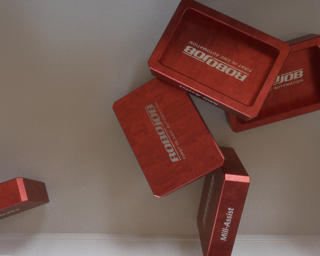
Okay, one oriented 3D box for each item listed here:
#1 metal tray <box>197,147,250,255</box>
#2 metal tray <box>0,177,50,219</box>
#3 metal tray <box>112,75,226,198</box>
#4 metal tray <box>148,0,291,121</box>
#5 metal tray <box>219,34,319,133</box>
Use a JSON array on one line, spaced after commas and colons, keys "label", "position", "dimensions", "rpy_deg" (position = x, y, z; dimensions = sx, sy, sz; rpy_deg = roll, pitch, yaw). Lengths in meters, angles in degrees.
[{"label": "metal tray", "position": [0.080, 0.100, 0.413], "dimensions": [0.030, 0.090, 0.129], "rpy_deg": [7, 110, -3]}, {"label": "metal tray", "position": [-0.222, 0.102, 0.397], "dimensions": [0.131, 0.090, 0.030], "rpy_deg": [-19, 77, -7]}, {"label": "metal tray", "position": [0.010, 0.006, 0.376], "dimensions": [0.090, 0.030, 0.130], "rpy_deg": [-30, 75, 10]}, {"label": "metal tray", "position": [0.064, -0.076, 0.346], "dimensions": [0.130, 0.030, 0.090], "rpy_deg": [27, 86, 6]}, {"label": "metal tray", "position": [0.143, -0.055, 0.389], "dimensions": [0.131, 0.030, 0.090], "rpy_deg": [-16, 110, 5]}]
